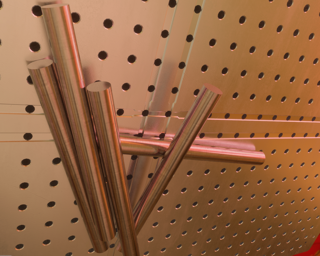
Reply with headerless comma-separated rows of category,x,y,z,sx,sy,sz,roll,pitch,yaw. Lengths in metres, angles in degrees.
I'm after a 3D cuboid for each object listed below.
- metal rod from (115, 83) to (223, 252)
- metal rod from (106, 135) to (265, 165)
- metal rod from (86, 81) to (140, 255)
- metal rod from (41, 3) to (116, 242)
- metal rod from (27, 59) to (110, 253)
metal rod,0.001,0.072,0.430,0.025,0.025,0.298,9,122,-33
metal rod,0.048,0.035,0.460,0.302,0.025,0.025,8,114,-32
metal rod,-0.053,0.082,0.399,0.025,0.025,0.298,-17,125,-19
metal rod,-0.084,0.018,0.355,0.025,0.025,0.298,-16,122,-20
metal rod,-0.104,0.059,0.391,0.025,0.025,0.298,-19,126,-18
